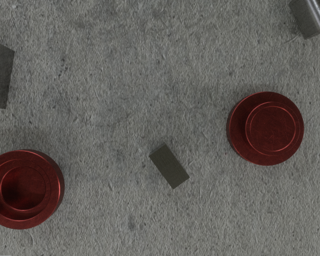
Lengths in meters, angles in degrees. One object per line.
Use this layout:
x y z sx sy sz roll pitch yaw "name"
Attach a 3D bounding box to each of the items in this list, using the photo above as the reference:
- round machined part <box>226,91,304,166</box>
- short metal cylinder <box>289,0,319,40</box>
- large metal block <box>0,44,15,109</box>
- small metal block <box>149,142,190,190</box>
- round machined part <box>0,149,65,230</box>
0.140 0.001 0.403 0.099 0.042 0.097 0 90 -1 "round machined part"
0.210 -0.152 0.385 0.080 0.080 0.050 -25 90 0 "short metal cylinder"
-0.243 -0.071 0.394 0.081 0.050 0.080 8 90 -1 "large metal block"
0.011 0.047 0.398 0.025 0.050 0.050 -36 90 0 "small metal block"
-0.172 0.076 0.399 0.099 0.042 0.097 0 90 -1 "round machined part"
